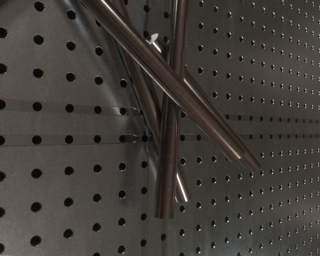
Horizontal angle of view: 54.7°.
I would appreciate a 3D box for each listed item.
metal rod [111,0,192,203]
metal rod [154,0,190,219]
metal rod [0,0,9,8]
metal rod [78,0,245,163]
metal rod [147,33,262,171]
[{"bbox_3d":[-0.015,-0.036,0.398,0.025,0.025,0.298,-32,110,-36],"label":"metal rod"},{"bbox_3d":[0.016,-0.039,0.390,0.025,0.025,0.298,7,85,-40],"label":"metal rod"},{"bbox_3d":[-0.127,-0.147,0.284,0.025,0.025,0.300,48,67,-30],"label":"metal rod"},{"bbox_3d":[-0.005,-0.070,0.355,0.300,0.025,0.025,46,61,-13],"label":"metal rod"},{"bbox_3d":[0.079,-0.023,0.477,0.300,0.025,0.025,45,63,-31],"label":"metal rod"}]
